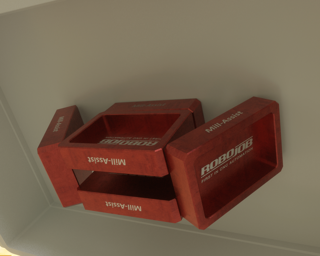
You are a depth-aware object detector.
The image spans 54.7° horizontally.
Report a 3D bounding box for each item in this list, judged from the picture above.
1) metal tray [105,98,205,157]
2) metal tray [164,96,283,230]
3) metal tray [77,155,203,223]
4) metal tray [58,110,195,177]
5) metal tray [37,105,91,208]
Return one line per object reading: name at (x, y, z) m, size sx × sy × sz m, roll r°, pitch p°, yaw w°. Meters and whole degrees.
metal tray at (-0.004, 0.010, 0.412) m, size 0.130 × 0.030 × 0.089 m, roll -1°, pitch 118°, yaw 28°
metal tray at (0.073, 0.033, 0.322) m, size 0.030 × 0.131 × 0.089 m, roll 23°, pitch 134°, yaw 52°
metal tray at (-0.022, 0.066, 0.378) m, size 0.130 × 0.090 × 0.030 m, roll 0°, pitch 118°, yaw 28°
metal tray at (-0.036, 0.013, 0.352) m, size 0.130 × 0.090 × 0.030 m, roll 0°, pitch 118°, yaw 28°
metal tray at (-0.123, 0.033, 0.426) m, size 0.030 × 0.130 × 0.089 m, roll -15°, pitch 116°, yaw 0°
